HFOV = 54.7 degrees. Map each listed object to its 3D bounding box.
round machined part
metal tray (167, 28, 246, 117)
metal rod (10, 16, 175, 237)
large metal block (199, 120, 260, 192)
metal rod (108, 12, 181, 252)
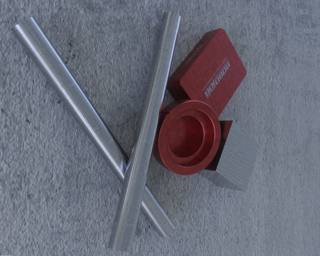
[{"bbox_3d":[0.030,0.010,0.412,0.099,0.042,0.097,-6,102,-30],"label":"round machined part"},{"bbox_3d":[0.074,-0.075,0.466,0.090,0.030,0.130,52,59,-28],"label":"metal tray"},{"bbox_3d":[-0.061,0.018,0.354,0.025,0.025,0.299,-45,118,-31],"label":"metal rod"},{"bbox_3d":[0.102,0.043,0.477,0.080,0.050,0.080,36,68,-35],"label":"large metal block"},{"bbox_3d":[-0.013,-0.011,0.371,0.025,0.025,0.299,27,66,-37],"label":"metal rod"}]
